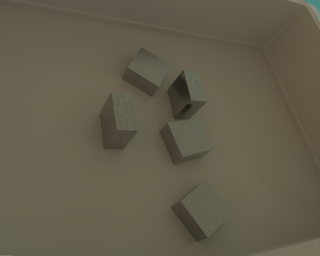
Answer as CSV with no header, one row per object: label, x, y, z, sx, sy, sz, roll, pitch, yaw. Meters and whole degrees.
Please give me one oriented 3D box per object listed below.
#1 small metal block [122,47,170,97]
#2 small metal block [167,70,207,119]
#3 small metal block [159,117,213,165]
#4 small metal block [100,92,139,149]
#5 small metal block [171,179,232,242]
small metal block,-0.019,-0.081,0.446,0.050,0.025,0.050,31,51,-9
small metal block,0.037,-0.046,0.440,0.025,0.050,0.050,4,60,-27
small metal block,0.035,0.016,0.416,0.050,0.025,0.050,-10,67,-33
small metal block,-0.050,-0.008,0.368,0.025,0.050,0.050,3,61,-27
small metal block,0.050,0.099,0.374,0.050,0.025,0.050,-30,79,-38
